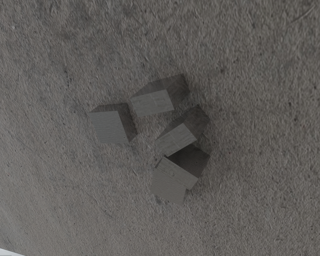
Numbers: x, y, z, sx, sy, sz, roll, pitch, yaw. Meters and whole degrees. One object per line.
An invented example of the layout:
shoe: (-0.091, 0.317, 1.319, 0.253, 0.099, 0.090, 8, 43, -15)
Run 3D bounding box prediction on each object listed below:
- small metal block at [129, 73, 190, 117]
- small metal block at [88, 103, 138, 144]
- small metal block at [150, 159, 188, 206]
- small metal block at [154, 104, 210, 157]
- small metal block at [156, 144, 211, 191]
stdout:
small metal block: (0.001, -0.039, 0.366, 0.050, 0.050, 0.025, -10, 113, 32)
small metal block: (-0.066, -0.006, 0.438, 0.050, 0.025, 0.050, -2, 117, 29)
small metal block: (0.017, 0.078, 0.446, 0.050, 0.025, 0.050, 20, 126, 16)
small metal block: (0.028, 0.003, 0.378, 0.050, 0.050, 0.025, -34, 99, 38)
small metal block: (0.031, 0.044, 0.402, 0.050, 0.050, 0.025, 32, 129, 7)
